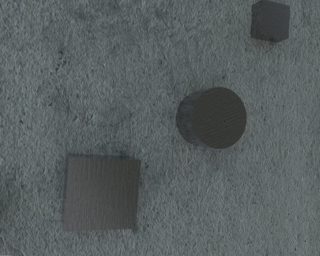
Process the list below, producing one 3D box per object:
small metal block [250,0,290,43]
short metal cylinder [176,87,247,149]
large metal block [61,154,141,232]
[{"bbox_3d":[0.168,-0.161,0.470,0.050,0.025,0.050,4,89,-20],"label":"small metal block"},{"bbox_3d":[0.069,-0.013,0.421,0.081,0.050,0.079,0,90,-20],"label":"short metal cylinder"},{"bbox_3d":[-0.071,0.074,0.369,0.081,0.050,0.080,5,89,-20],"label":"large metal block"}]
